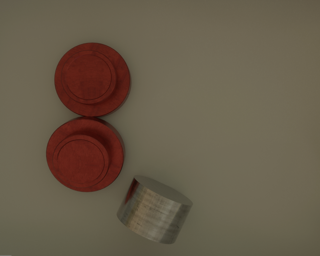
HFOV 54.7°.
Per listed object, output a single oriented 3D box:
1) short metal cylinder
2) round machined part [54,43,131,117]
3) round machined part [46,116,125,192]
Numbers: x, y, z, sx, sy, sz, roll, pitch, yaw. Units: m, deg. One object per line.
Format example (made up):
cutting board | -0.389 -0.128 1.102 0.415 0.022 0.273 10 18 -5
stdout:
short metal cylinder | -0.006 0.099 0.384 0.080 0.080 0.050 25 90 -1
round machined part | -0.088 -0.063 0.402 0.099 0.042 0.097 0 90 -1
round machined part | -0.095 0.037 0.392 0.099 0.042 0.097 0 102 -1
